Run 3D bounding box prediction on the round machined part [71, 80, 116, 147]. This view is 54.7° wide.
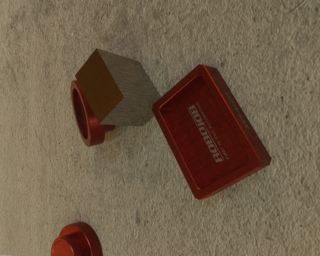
[{"bbox_3d":[-0.096,-0.024,0.453,0.098,0.042,0.097,43,141,51],"label":"round machined part"}]

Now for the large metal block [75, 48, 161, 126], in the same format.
[{"bbox_3d":[-0.051,-0.050,0.407,0.050,0.080,0.080,-43,64,28],"label":"large metal block"}]

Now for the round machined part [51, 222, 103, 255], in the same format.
[{"bbox_3d":[-0.142,0.208,0.508,0.098,0.042,0.097,0,90,39],"label":"round machined part"}]

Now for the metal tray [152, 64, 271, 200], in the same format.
[{"bbox_3d":[0.053,0.005,0.356,0.090,0.030,0.130,-39,67,32],"label":"metal tray"}]
